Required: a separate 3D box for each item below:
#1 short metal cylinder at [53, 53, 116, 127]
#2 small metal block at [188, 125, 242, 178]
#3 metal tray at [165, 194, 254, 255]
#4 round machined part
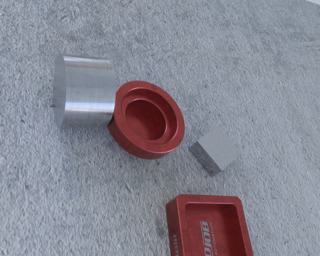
[{"bbox_3d":[-0.087,-0.040,0.346,0.050,0.080,0.080,0,62,-28],"label":"short metal cylinder"},{"bbox_3d":[0.076,0.031,0.425,0.050,0.025,0.050,-33,80,-38],"label":"small metal block"},{"bbox_3d":[0.059,0.142,0.345,0.091,0.030,0.130,8,58,-24],"label":"metal tray"},{"bbox_3d":[-0.021,-0.006,0.380,0.099,0.042,0.098,18,54,-26],"label":"round machined part"}]
